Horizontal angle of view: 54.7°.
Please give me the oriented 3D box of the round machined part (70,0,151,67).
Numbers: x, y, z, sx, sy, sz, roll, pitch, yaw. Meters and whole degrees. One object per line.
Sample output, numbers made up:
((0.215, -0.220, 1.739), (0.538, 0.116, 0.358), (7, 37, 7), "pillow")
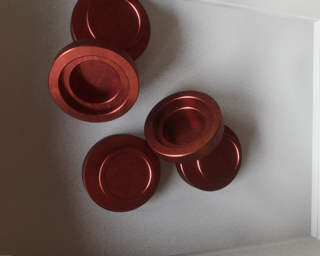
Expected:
((-0.058, -0.125, 0.381), (0.099, 0.042, 0.097), (0, 90, -21), "round machined part")

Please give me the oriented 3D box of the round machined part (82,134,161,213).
((-0.045, 0.057, 0.386), (0.099, 0.042, 0.097), (0, 90, -21), "round machined part")

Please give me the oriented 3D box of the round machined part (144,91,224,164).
((0.033, 0.003, 0.396), (0.098, 0.098, 0.042), (-48, 142, -14), "round machined part")

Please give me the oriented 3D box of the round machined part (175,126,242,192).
((0.073, 0.040, 0.430), (0.099, 0.042, 0.097), (0, 90, -21), "round machined part")

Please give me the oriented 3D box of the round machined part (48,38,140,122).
((-0.074, -0.057, 0.358), (0.099, 0.042, 0.097), (-4, 128, -5), "round machined part")
